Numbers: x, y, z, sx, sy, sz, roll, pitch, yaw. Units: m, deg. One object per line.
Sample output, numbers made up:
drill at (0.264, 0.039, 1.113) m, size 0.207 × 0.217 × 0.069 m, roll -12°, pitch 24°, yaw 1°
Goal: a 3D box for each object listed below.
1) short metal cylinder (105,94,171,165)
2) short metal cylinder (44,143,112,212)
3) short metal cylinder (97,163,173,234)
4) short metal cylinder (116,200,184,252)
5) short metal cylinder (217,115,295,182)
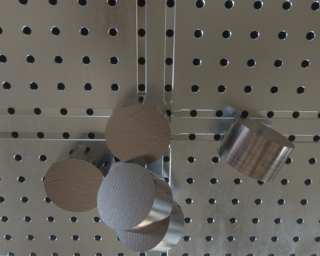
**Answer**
short metal cylinder at (-0.027, 0.001, 0.400) m, size 0.081 × 0.050 × 0.079 m, roll 0°, pitch 110°, yaw 0°
short metal cylinder at (-0.109, 0.067, 0.423) m, size 0.081 × 0.050 × 0.079 m, roll 0°, pitch 110°, yaw -1°
short metal cylinder at (-0.031, 0.089, 0.389) m, size 0.080 × 0.080 × 0.050 m, roll -33°, pitch 147°, yaw 11°
short metal cylinder at (-0.013, 0.128, 0.424) m, size 0.080 × 0.080 × 0.050 m, roll -33°, pitch 147°, yaw 11°
short metal cylinder at (0.121, 0.025, 0.395) m, size 0.080 × 0.080 × 0.050 m, roll 22°, pitch 109°, yaw -9°
